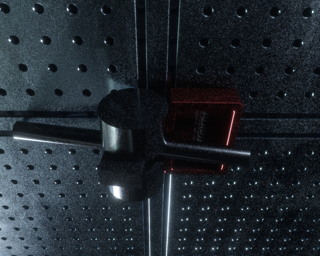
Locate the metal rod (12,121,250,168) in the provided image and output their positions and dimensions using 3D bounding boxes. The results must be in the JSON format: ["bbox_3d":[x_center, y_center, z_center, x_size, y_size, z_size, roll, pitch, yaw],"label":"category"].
[{"bbox_3d":[-0.040,0.020,0.397,0.302,0.025,0.025,7,131,6],"label":"metal rod"}]

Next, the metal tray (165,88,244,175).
[{"bbox_3d":[0.053,0.009,0.417,0.091,0.030,0.129,1,130,-1],"label":"metal tray"}]

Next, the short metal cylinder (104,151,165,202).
[{"bbox_3d":[-0.034,0.052,0.418,0.081,0.080,0.050,1,130,-1],"label":"short metal cylinder"}]

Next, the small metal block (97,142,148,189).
[{"bbox_3d":[-0.042,0.043,0.368,0.050,0.050,0.025,6,130,6],"label":"small metal block"}]

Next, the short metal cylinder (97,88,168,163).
[{"bbox_3d":[-0.031,-0.005,0.369,0.081,0.080,0.050,1,130,-1],"label":"short metal cylinder"}]
